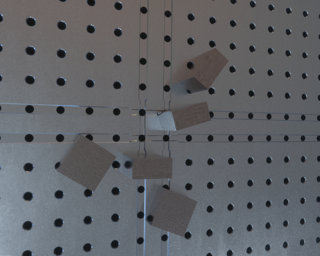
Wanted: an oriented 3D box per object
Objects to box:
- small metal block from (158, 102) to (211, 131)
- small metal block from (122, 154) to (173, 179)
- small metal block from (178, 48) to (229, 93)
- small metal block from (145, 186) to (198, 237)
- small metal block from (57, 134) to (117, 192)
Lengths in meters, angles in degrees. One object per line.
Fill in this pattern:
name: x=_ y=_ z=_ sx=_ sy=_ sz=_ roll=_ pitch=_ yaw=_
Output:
small metal block: x=0.031 y=-0.015 z=0.412 sx=0.050 sy=0.050 sz=0.025 roll=-16 pitch=96 yaw=-20
small metal block: x=-0.017 y=0.048 z=0.394 sx=0.050 sy=0.050 sz=0.025 roll=2 pitch=90 yaw=-20
small metal block: x=0.058 y=-0.077 z=0.422 sx=0.025 sy=0.050 sz=0.050 roll=40 pitch=77 yaw=-16
small metal block: x=0.015 y=0.112 z=0.420 sx=0.050 sy=0.025 sz=0.050 roll=26 pitch=81 yaw=-19
small metal block: x=-0.090 y=0.042 z=0.380 sx=0.050 sy=0.025 sz=0.050 roll=35 pitch=78 yaw=-17
